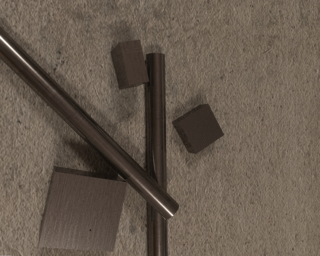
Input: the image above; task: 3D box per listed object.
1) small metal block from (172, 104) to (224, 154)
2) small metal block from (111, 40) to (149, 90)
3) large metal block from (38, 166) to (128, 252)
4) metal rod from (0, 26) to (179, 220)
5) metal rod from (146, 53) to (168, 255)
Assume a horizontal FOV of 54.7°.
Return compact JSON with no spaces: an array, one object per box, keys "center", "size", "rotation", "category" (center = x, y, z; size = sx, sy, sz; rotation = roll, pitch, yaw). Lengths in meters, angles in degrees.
[{"center":[0.053,0.001,0.430],"size":[0.050,0.025,0.050],"rotation":[-32,101,-18],"category":"small metal block"},{"center":[-0.038,-0.076,0.382],"size":[0.025,0.050,0.050],"rotation":[-14,95,-20],"category":"small metal block"},{"center":[-0.091,0.093,0.363],"size":[0.081,0.050,0.080],"rotation":[13,86,-20],"category":"large metal block"},{"center":[-0.088,-0.003,0.362],"size":[0.300,0.025,0.025],"rotation":[46,75,-9],"category":"metal rod"},{"center":[-0.004,0.053,0.408],"size":[0.025,0.025,0.298],"rotation":[-1,90,-20],"category":"metal rod"}]
